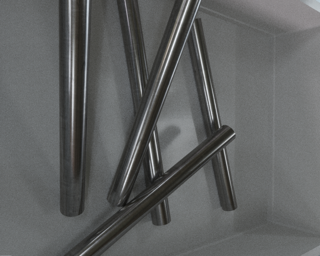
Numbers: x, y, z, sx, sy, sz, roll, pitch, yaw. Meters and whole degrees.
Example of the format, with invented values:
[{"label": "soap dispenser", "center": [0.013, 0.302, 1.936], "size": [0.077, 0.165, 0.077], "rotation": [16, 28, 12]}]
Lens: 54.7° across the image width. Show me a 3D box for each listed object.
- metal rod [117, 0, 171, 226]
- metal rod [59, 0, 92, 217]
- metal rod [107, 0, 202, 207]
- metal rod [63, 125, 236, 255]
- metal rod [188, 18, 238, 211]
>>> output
[{"label": "metal rod", "center": [-0.020, -0.022, 0.391], "size": [0.025, 0.025, 0.298], "rotation": [-15, 100, -39]}, {"label": "metal rod", "center": [-0.075, -0.047, 0.269], "size": [0.025, 0.025, 0.298], "rotation": [-14, 123, -39]}, {"label": "metal rod", "center": [-0.001, -0.049, 0.331], "size": [0.025, 0.025, 0.298], "rotation": [8, 109, -40]}, {"label": "metal rod", "center": [-0.015, 0.086, 0.368], "size": [0.302, 0.025, 0.025], "rotation": [-36, 113, -25]}, {"label": "metal rod", "center": [0.080, -0.013, 0.476], "size": [0.025, 0.025, 0.298], "rotation": [-22, 104, -38]}]
